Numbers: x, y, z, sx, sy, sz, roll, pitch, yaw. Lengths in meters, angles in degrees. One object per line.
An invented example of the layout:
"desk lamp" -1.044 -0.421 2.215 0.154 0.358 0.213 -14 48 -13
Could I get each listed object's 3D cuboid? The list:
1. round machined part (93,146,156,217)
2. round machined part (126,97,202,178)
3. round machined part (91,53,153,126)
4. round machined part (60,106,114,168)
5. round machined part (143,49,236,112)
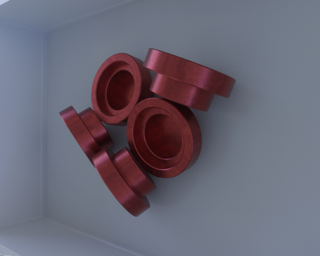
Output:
"round machined part" -0.041 0.063 0.405 0.042 0.098 0.098 -37 63 -3
"round machined part" 0.009 0.008 0.380 0.098 0.042 0.097 11 109 35
"round machined part" -0.048 -0.050 0.430 0.098 0.042 0.097 -7 79 38
"round machined part" -0.104 0.008 0.459 0.042 0.098 0.098 -33 61 -13
"round machined part" 0.028 -0.049 0.335 0.098 0.099 0.042 28 103 36
